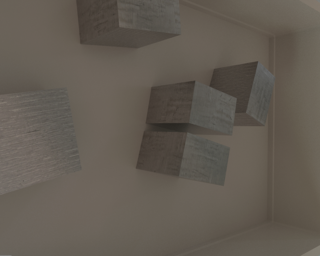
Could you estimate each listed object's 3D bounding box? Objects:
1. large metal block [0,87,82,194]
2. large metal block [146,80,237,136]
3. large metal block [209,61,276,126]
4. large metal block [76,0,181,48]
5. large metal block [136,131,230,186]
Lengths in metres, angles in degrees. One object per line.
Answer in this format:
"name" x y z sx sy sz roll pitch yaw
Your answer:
"large metal block" -0.127 0.009 0.285 0.081 0.050 0.079 -14 99 -39
"large metal block" 0.041 -0.023 0.407 0.081 0.080 0.050 15 81 -40
"large metal block" 0.120 -0.049 0.474 0.050 0.080 0.080 28 73 -37
"large metal block" -0.035 -0.123 0.343 0.081 0.080 0.050 -8 96 -40
"large metal block" 0.029 0.039 0.398 0.080 0.080 0.050 19 78 -39
